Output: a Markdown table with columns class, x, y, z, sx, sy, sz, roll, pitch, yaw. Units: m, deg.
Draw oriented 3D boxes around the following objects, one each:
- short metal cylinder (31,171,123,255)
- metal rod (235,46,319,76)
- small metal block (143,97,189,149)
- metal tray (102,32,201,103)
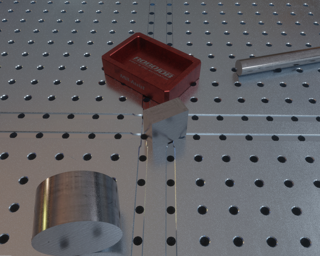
| class | x | y | z | sx | sy | sz | roll | pitch | yaw |
| --- | --- | --- | --- | --- | --- | --- | --- | --- | --- |
| short metal cylinder | -0.079 | 0.084 | 0.300 | 0.081 | 0.080 | 0.050 | -8 | 51 | -7 |
| metal rod | 0.270 | -0.123 | 0.512 | 0.302 | 0.025 | 0.025 | -11 | 51 | -9 |
| small metal block | 0.007 | -0.006 | 0.396 | 0.050 | 0.050 | 0.025 | -22 | 54 | -17 |
| metal tray | -0.014 | -0.096 | 0.484 | 0.130 | 0.030 | 0.090 | 31 | 56 | 23 |
